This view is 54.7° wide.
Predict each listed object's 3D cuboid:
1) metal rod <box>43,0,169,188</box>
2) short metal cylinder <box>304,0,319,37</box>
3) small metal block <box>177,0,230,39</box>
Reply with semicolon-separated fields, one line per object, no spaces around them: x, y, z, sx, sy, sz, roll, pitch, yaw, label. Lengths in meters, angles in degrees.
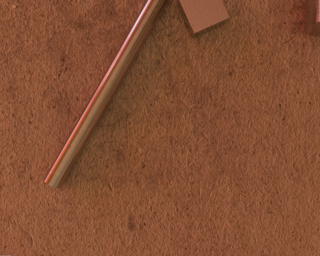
-0.067;-0.057;0.409;0.025;0.025;0.299;30;90;-1;metal rod
0.224;-0.150;0.385;0.081;0.080;0.050;1;90;-1;short metal cylinder
0.057;-0.155;0.411;0.050;0.025;0.050;-24;90;-1;small metal block
